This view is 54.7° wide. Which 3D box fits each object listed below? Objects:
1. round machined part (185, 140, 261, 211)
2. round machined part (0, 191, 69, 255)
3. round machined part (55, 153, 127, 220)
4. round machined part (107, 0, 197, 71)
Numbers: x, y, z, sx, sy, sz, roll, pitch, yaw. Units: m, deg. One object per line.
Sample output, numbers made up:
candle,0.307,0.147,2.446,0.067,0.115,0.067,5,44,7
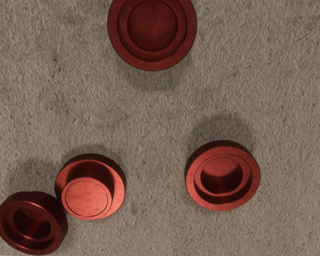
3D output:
round machined part,0.082,0.061,0.424,0.099,0.042,0.097,0,110,-1
round machined part,-0.177,0.129,0.440,0.099,0.042,0.097,3,115,7
round machined part,-0.098,0.088,0.432,0.099,0.042,0.097,0,110,-1
round machined part,-0.008,-0.118,0.357,0.099,0.042,0.097,0,110,-1
